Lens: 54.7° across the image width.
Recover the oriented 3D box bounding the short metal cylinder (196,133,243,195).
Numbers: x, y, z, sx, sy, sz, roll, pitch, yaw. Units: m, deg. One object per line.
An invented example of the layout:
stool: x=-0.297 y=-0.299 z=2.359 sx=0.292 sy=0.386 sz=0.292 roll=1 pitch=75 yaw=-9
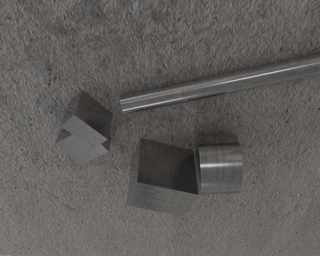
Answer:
short metal cylinder: x=0.076 y=0.048 z=0.413 sx=0.050 sy=0.080 sz=0.080 roll=-3 pitch=130 yaw=2

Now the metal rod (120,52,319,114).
metal rod: x=0.101 y=-0.057 z=0.359 sx=0.301 sy=0.025 sz=0.025 roll=-11 pitch=129 yaw=9

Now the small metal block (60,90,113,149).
small metal block: x=-0.088 y=-0.010 z=0.381 sx=0.025 sy=0.050 sz=0.050 roll=-34 pitch=123 yaw=25

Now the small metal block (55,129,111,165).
small metal block: x=-0.104 y=0.018 z=0.422 sx=0.050 sy=0.025 sz=0.050 roll=-26 pitch=126 yaw=20

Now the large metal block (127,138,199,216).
large metal block: x=0.003 y=0.067 z=0.428 sx=0.081 sy=0.080 sz=0.050 roll=14 pitch=129 yaw=-12
